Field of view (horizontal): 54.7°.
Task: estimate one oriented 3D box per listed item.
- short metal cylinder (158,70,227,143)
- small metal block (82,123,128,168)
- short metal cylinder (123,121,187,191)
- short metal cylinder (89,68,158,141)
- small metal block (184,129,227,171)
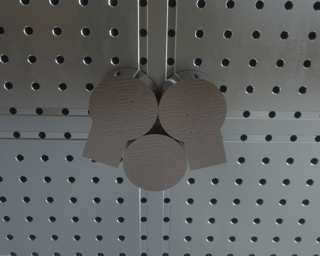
[{"bbox_3d":[0.038,-0.028,0.386,0.081,0.050,0.079,0,110,0],"label":"short metal cylinder"},{"bbox_3d":[-0.071,0.020,0.416,0.050,0.025,0.050,20,109,-7],"label":"small metal block"},{"bbox_3d":[-0.006,0.036,0.409,0.081,0.050,0.079,0,110,0],"label":"short metal cylinder"},{"bbox_3d":[-0.043,-0.031,0.384,0.081,0.050,0.079,0,110,0],"label":"short metal cylinder"},{"bbox_3d":[0.059,0.025,0.420,0.050,0.025,0.050,-13,110,4],"label":"small metal block"}]
